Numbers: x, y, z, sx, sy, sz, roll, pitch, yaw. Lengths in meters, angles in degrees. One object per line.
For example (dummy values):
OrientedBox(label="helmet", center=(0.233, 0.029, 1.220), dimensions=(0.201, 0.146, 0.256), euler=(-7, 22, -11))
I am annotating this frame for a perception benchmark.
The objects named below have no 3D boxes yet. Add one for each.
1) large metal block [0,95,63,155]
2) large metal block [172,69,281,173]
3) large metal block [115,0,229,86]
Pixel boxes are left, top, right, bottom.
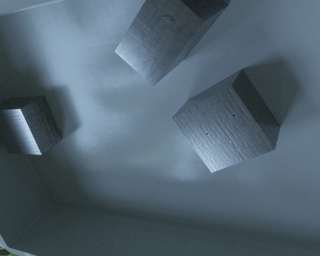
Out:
OrientedBox(label="large metal block", center=(-0.219, -0.005, 0.505), dimensions=(0.080, 0.050, 0.080), euler=(0, 118, 28))
OrientedBox(label="large metal block", center=(0.075, -0.006, 0.349), dimensions=(0.080, 0.050, 0.080), euler=(-29, 103, 37))
OrientedBox(label="large metal block", center=(0.013, -0.099, 0.305), dimensions=(0.050, 0.080, 0.080), euler=(42, 129, -1))
